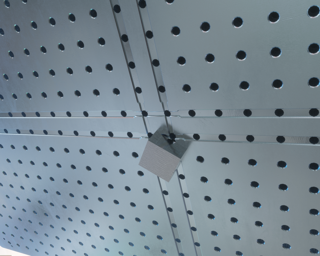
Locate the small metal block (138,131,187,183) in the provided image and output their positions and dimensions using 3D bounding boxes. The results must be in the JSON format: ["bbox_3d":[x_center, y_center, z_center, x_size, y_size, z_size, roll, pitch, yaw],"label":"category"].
[{"bbox_3d":[0.003,0.041,0.435,0.050,0.025,0.050,29,128,9],"label":"small metal block"}]
